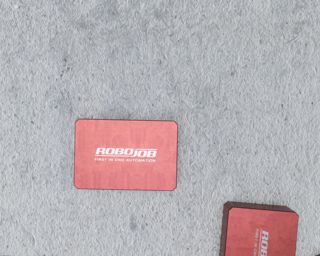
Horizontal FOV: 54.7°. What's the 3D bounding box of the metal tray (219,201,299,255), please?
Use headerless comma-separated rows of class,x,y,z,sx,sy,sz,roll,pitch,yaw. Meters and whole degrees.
metal tray,0.127,0.168,0.408,0.091,0.030,0.129,5,90,0

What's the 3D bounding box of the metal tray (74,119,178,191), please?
metal tray,-0.043,0.034,0.407,0.131,0.030,0.089,1,90,0
